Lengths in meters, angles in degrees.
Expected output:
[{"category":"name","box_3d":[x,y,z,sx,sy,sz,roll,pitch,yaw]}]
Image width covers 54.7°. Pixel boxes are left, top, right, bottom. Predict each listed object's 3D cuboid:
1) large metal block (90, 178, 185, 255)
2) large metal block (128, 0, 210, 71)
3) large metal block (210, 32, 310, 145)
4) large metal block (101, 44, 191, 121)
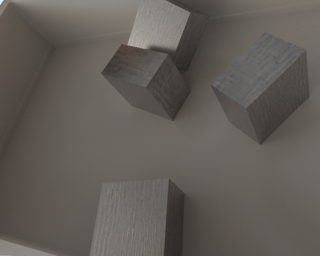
[{"category":"large metal block","box_3d":[-0.021,0.104,0.335,0.080,0.050,0.080,-8,58,21]},{"category":"large metal block","box_3d":[0.010,-0.134,0.431,0.080,0.050,0.079,37,121,26]},{"category":"large metal block","box_3d":[0.112,-0.040,0.336,0.080,0.080,0.050,-44,51,-2]},{"category":"large metal block","box_3d":[-0.017,-0.061,0.415,0.080,0.080,0.050,22,74,35]}]
